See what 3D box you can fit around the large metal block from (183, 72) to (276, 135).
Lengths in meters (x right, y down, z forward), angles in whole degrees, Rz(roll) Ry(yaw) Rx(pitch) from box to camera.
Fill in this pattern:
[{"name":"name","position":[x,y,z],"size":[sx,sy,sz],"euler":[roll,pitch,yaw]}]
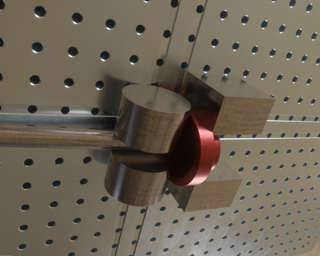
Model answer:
[{"name":"large metal block","position":[0.085,-0.033,0.402],"size":[0.081,0.080,0.050],"euler":[0,119,-28]}]

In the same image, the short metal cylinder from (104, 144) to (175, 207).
[{"name":"short metal cylinder","position":[-0.027,0.053,0.393],"size":[0.081,0.080,0.050],"euler":[1,118,-29]}]

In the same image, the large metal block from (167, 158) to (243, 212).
[{"name":"large metal block","position":[0.057,0.073,0.452],"size":[0.081,0.080,0.050],"euler":[3,117,-30]}]

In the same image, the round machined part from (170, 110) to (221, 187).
[{"name":"round machined part","position":[0.041,0.025,0.401],"size":[0.042,0.098,0.097],"euler":[1,118,-29]}]

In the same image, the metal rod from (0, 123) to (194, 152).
[{"name":"metal rod","position":[-0.097,0.011,0.350],"size":[0.302,0.025,0.025],"euler":[4,117,-26]}]

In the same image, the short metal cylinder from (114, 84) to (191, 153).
[{"name":"short metal cylinder","position":[-0.009,-0.013,0.362],"size":[0.081,0.080,0.050],"euler":[1,119,-29]}]
